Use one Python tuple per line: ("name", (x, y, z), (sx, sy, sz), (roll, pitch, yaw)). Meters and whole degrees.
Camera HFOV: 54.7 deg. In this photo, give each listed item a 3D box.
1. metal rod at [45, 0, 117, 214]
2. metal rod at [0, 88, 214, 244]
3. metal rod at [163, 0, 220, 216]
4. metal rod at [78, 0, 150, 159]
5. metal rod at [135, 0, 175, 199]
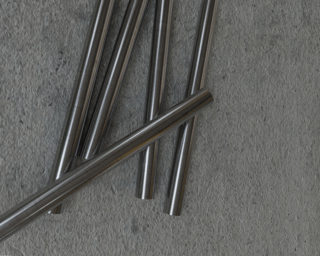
("metal rod", (-0.092, -0.048, 0.374), (0.025, 0.025, 0.299), (15, 85, -20))
("metal rod", (-0.060, 0.037, 0.359), (0.302, 0.025, 0.025), (-33, 101, -17))
("metal rod", (0.044, -0.032, 0.424), (0.025, 0.025, 0.298), (12, 86, -20))
("metal rod", (-0.044, -0.105, 0.392), (0.025, 0.025, 0.299), (19, 84, -19))
("metal rod", (-0.005, -0.058, 0.406), (0.025, 0.025, 0.298), (7, 88, -20))
